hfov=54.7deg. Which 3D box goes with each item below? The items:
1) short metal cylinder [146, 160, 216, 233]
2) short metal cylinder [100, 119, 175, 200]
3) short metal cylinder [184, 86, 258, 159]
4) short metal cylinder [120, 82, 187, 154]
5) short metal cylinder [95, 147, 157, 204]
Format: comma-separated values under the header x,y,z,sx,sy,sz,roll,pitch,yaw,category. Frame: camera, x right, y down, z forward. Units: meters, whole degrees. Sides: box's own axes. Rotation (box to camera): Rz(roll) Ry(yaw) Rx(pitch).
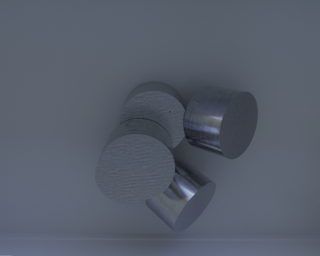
x,y,z,sx,sy,sz,roll,pitch,yaw,category
0.028,0.089,0.406,0.050,0.081,0.079,36,111,30,short metal cylinder
-0.024,0.035,0.354,0.081,0.050,0.079,0,110,-1,short metal cylinder
0.074,-0.008,0.372,0.081,0.050,0.079,-18,115,-42,short metal cylinder
-0.007,-0.014,0.391,0.081,0.050,0.079,0,110,-1,short metal cylinder
-0.042,0.054,0.416,0.081,0.050,0.079,0,110,-1,short metal cylinder
